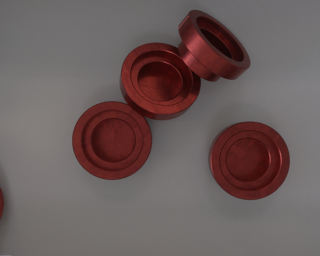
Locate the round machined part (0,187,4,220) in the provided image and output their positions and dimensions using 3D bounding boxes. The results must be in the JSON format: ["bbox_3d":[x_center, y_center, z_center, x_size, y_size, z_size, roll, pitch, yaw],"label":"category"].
[{"bbox_3d":[-0.253,0.099,0.383,0.042,0.099,0.097,-10,90,37],"label":"round machined part"}]

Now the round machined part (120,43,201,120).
[{"bbox_3d":[-0.002,-0.055,0.391,0.099,0.042,0.098,5,69,-12],"label":"round machined part"}]

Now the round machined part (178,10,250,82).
[{"bbox_3d":[0.061,-0.096,0.385,0.098,0.098,0.042,45,126,0],"label":"round machined part"}]

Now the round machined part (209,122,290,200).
[{"bbox_3d":[0.112,0.041,0.404,0.099,0.042,0.097,0,90,0],"label":"round machined part"}]

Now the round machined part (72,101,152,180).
[{"bbox_3d":[-0.059,0.015,0.402,0.099,0.042,0.097,0,90,0],"label":"round machined part"}]
